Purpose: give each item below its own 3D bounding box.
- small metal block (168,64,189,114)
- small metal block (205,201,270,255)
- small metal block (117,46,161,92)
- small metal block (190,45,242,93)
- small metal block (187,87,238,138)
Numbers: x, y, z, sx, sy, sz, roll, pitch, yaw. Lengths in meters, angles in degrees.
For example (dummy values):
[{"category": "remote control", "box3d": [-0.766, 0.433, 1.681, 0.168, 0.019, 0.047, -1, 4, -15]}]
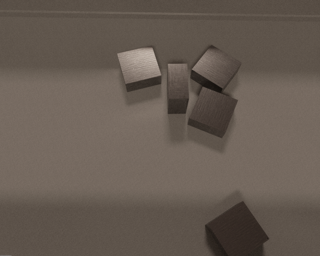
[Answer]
[{"category": "small metal block", "box3d": [0.023, -0.051, 0.415, 0.025, 0.050, 0.050, -1, 70, -1]}, {"category": "small metal block", "box3d": [0.090, 0.123, 0.366, 0.050, 0.025, 0.050, -30, 73, -11]}, {"category": "small metal block", "box3d": [-0.029, -0.084, 0.440, 0.050, 0.025, 0.050, -15, 71, -6]}, {"category": "small metal block", "box3d": [0.079, -0.082, 0.441, 0.050, 0.025, 0.050, 35, 73, 11]}, {"category": "small metal block", "box3d": [0.071, -0.021, 0.418, 0.050, 0.025, 0.050, 22, 71, 7]}]
